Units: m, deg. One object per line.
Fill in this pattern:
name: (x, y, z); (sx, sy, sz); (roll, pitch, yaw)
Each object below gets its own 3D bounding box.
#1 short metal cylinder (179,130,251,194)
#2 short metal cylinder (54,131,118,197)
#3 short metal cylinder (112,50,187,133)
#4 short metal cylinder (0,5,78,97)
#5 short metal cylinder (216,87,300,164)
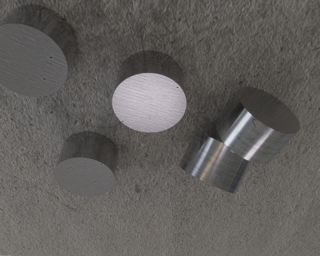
short metal cylinder: (0.071, 0.043, 0.398); (0.080, 0.080, 0.050); (24, 92, -20)
short metal cylinder: (-0.101, 0.051, 0.433); (0.081, 0.050, 0.079); (0, 130, 0)
short metal cylinder: (-0.011, -0.041, 0.356); (0.081, 0.050, 0.079); (0, 130, 0)
short metal cylinder: (-0.131, -0.079, 0.322); (0.081, 0.050, 0.079); (0, 130, 0)
short metal cylinder: (0.115, -0.004, 0.368); (0.081, 0.080, 0.050); (17, 128, -14)
